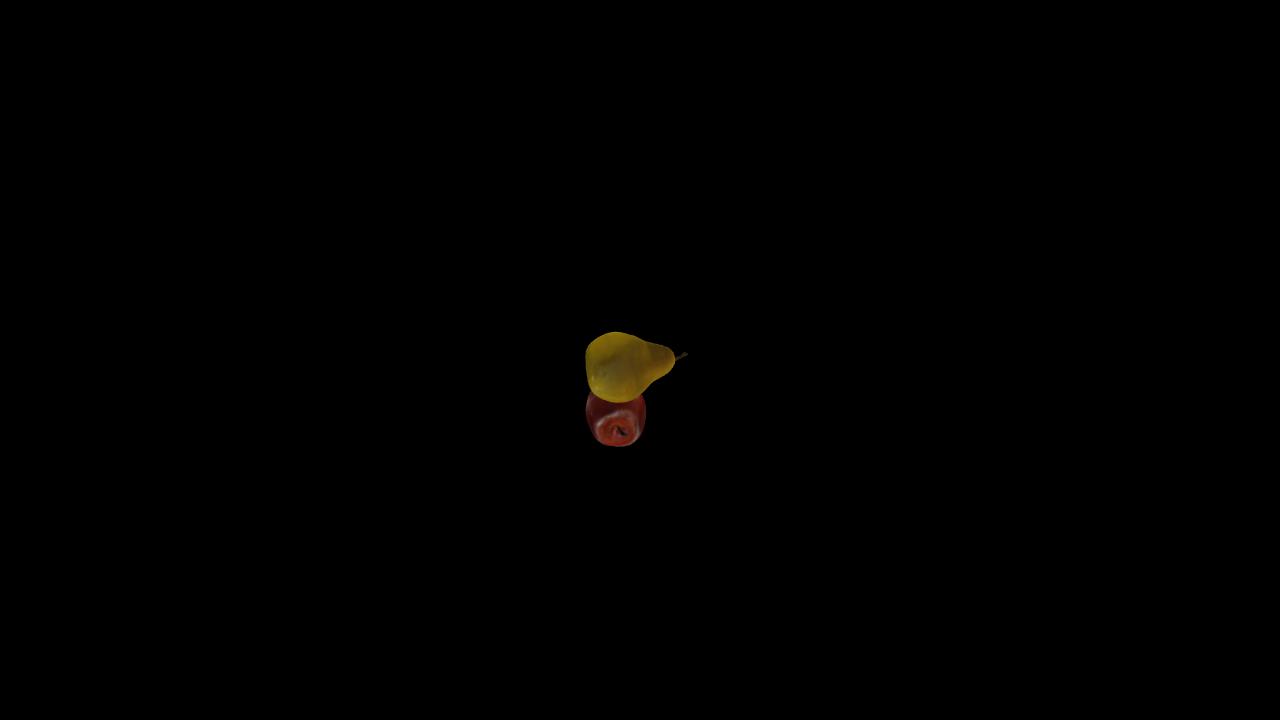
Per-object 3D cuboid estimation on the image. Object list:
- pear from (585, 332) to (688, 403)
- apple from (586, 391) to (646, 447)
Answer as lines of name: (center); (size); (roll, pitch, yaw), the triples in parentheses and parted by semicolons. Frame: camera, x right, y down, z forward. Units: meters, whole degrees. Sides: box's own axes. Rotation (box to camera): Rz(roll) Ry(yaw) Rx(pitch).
pear: (0.000, 0.006, 0.639); (0.111, 0.080, 0.080); (-6, 1, -7)
apple: (-0.029, 0.063, 0.757); (0.079, 0.079, 0.093); (0, 35, -11)
